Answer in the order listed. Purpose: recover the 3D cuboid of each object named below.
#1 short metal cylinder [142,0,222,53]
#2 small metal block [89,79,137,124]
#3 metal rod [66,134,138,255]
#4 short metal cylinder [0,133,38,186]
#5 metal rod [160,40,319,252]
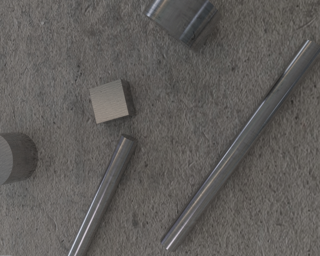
[{"bbox_3d":[0.026,-0.134,0.370,0.080,0.080,0.050,40,103,15],"label":"short metal cylinder"},{"bbox_3d":[-0.066,-0.036,0.432,0.050,0.025,0.050,-15,85,19],"label":"small metal block"},{"bbox_3d":[-0.104,0.147,0.445,0.025,0.025,0.298,28,99,17],"label":"metal rod"},{"bbox_3d":[-0.240,0.047,0.480,0.080,0.050,0.079,0,90,20],"label":"short metal cylinder"},{"bbox_3d":[0.092,0.030,0.376,0.025,0.025,0.299,37,101,16],"label":"metal rod"}]
